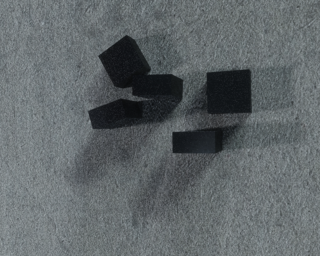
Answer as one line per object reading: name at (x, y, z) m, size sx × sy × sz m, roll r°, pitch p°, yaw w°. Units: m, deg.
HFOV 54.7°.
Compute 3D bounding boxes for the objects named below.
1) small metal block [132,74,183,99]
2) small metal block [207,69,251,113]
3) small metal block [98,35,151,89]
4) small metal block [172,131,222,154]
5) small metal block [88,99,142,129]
small metal block at (-0.002, -0.052, 0.396) m, size 0.050 × 0.050 × 0.025 m, roll 2°, pitch 91°, yaw 20°
small metal block at (0.085, -0.043, 0.379) m, size 0.050 × 0.025 × 0.050 m, roll -1°, pitch 90°, yaw 20°
small metal block at (-0.048, -0.090, 0.426) m, size 0.050 × 0.025 × 0.050 m, roll -32°, pitch 80°, yaw 17°
small metal block at (0.047, 0.017, 0.379) m, size 0.050 × 0.050 × 0.025 m, roll -1°, pitch 90°, yaw 20°
small metal block at (-0.059, -0.018, 0.416) m, size 0.050 × 0.050 × 0.025 m, roll -18°, pitch 84°, yaw 19°
